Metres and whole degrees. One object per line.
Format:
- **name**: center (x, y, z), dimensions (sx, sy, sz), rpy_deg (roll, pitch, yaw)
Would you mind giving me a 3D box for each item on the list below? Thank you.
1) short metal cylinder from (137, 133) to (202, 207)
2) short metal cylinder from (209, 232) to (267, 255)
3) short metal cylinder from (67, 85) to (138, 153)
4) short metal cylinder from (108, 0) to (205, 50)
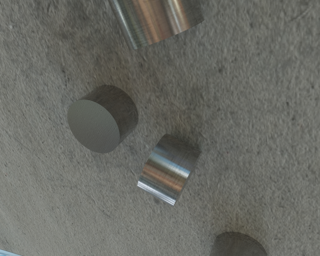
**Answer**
- **short metal cylinder**: center (0.014, 0.053, 0.396), dimensions (0.050, 0.080, 0.079), rpy_deg (27, 128, 11)
- **short metal cylinder**: center (0.112, 0.201, 0.455), dimensions (0.080, 0.050, 0.079), rpy_deg (13, 124, 20)
- **short metal cylinder**: center (-0.077, -0.012, 0.422), dimensions (0.080, 0.050, 0.079), rpy_deg (13, 124, 20)
- **short metal cylinder**: center (-0.003, -0.115, 0.301), dimensions (0.080, 0.080, 0.050), rpy_deg (-10, 113, 32)
